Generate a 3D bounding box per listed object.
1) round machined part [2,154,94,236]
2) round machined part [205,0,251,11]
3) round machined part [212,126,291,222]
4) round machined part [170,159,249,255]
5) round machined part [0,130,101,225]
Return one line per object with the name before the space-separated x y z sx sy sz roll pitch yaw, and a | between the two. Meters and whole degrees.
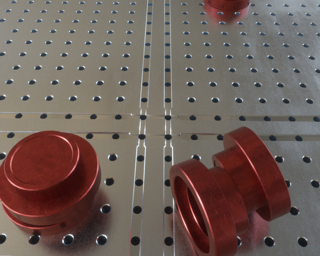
round machined part | -0.124 0.063 0.342 0.099 0.042 0.098 0 50 0
round machined part | 0.142 -0.287 0.640 0.099 0.042 0.098 0 50 0
round machined part | 0.088 0.051 0.321 0.042 0.098 0.098 -24 53 -2
round machined part | 0.048 0.075 0.298 0.042 0.097 0.098 -17 52 -14
round machined part | -0.111 0.041 0.306 0.099 0.042 0.098 0 50 0
